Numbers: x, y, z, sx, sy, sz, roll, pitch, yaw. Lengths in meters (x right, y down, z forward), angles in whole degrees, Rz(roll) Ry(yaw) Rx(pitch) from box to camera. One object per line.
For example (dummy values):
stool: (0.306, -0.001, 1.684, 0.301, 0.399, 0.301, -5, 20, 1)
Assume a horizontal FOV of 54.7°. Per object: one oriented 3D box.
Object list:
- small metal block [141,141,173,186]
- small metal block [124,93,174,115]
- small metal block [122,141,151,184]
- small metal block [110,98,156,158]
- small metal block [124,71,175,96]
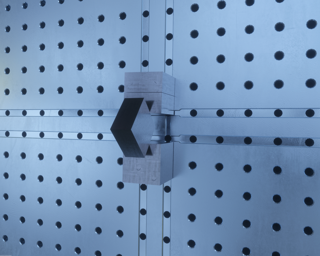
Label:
small metal block: (-0.003, 0.044, 0.398, 0.025, 0.050, 0.050, 2, 91, 20)
small metal block: (-0.013, -0.031, 0.402, 0.050, 0.050, 0.025, 2, 91, 19)
small metal block: (-0.026, 0.043, 0.407, 0.025, 0.050, 0.050, 2, 91, 20)
small metal block: (-0.030, 0.000, 0.365, 0.025, 0.050, 0.050, 1, 48, 20)
small metal block: (-0.012, -0.056, 0.402, 0.050, 0.050, 0.025, 2, 91, 19)
